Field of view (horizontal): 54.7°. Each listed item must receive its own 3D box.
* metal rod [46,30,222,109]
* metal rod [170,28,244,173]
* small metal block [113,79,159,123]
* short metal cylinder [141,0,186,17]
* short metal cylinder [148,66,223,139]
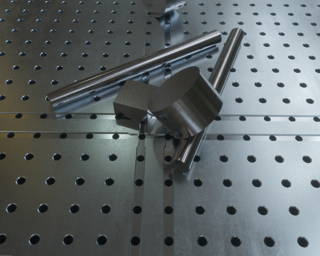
[{"bbox_3d":[-0.028,-0.099,0.490,0.302,0.025,0.025,-25,55,-20],"label":"metal rod"},{"bbox_3d":[0.080,-0.060,0.459,0.025,0.025,0.301,18,52,14],"label":"metal rod"},{"bbox_3d":[-0.032,-0.039,0.440,0.050,0.025,0.050,16,52,12],"label":"small metal block"},{"bbox_3d":[0.005,-0.259,0.590,0.050,0.080,0.080,-33,58,-25],"label":"short metal cylinder"},{"bbox_3d":[0.032,-0.032,0.392,0.080,0.050,0.080,-34,25,19],"label":"short metal cylinder"}]
